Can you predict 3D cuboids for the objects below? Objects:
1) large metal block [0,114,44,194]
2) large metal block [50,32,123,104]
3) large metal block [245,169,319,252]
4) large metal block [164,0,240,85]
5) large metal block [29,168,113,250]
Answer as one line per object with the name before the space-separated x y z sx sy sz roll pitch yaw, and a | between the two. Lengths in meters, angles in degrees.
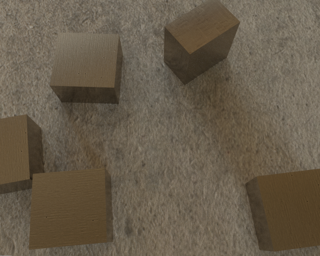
large metal block | -0.193 0.036 0.379 0.081 0.050 0.080 -10 70 -4
large metal block | -0.096 -0.081 0.423 0.081 0.050 0.080 2 70 0
large metal block | 0.154 0.096 0.362 0.081 0.050 0.080 -7 70 -3
large metal block | 0.053 -0.116 0.422 0.080 0.080 0.050 -35 74 -12
large metal block | -0.099 0.094 0.359 0.081 0.050 0.080 -5 70 -2
